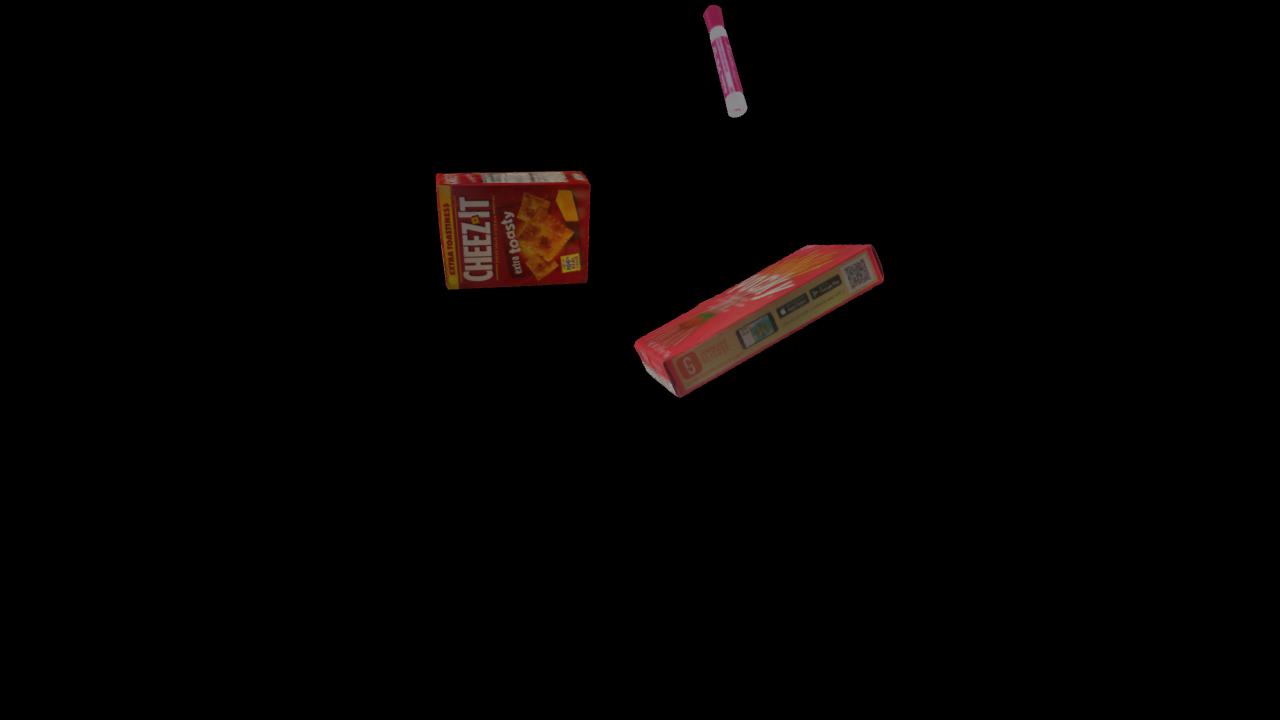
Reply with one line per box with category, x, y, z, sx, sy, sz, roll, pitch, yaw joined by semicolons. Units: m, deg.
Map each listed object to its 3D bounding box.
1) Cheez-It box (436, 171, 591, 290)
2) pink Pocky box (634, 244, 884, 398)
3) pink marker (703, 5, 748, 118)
Cheez-It box;-0.191;-0.199;0.944;0.223;0.166;0.071;-5;33;-16
pink Pocky box;0.075;-0.032;0.414;0.155;0.029;0.084;-29;15;-6
pink marker;0.081;-0.291;0.594;0.020;0.121;0.020;-10;-15;-3
